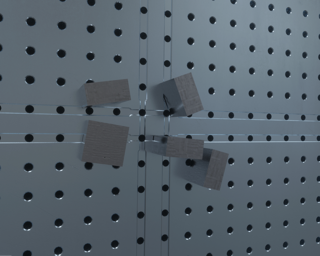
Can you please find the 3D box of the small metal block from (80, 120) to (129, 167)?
[{"bbox_3d":[-0.070,0.019,0.388,0.050,0.025,0.050,11,87,-20],"label":"small metal block"}]

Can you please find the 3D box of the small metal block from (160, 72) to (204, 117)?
[{"bbox_3d":[0.028,-0.043,0.411,0.025,0.050,0.050,-22,98,-19],"label":"small metal block"}]

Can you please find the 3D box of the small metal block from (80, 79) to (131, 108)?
[{"bbox_3d":[-0.068,-0.041,0.375,0.050,0.050,0.025,-10,94,-20],"label":"small metal block"}]

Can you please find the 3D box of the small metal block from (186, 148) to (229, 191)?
[{"bbox_3d":[0.064,0.054,0.425,0.025,0.050,0.050,17,84,-20],"label":"small metal block"}]

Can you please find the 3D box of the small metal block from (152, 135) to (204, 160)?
[{"bbox_3d":[0.023,0.025,0.409,0.050,0.050,0.025,7,88,-20],"label":"small metal block"}]
